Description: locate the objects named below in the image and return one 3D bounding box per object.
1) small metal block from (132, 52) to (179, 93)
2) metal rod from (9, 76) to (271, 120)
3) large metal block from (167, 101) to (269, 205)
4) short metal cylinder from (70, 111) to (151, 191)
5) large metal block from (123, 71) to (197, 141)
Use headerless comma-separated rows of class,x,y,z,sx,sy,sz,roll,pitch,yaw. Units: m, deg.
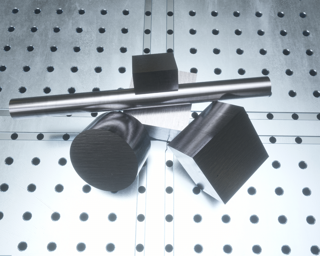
small metal block,-0.007,-0.066,0.366,0.050,0.025,0.050,-5,35,-2
metal rod,-0.021,-0.036,0.368,0.302,0.025,0.025,-5,70,-2
large metal block,0.070,0.027,0.363,0.080,0.050,0.080,-43,120,-14
short metal cylinder,-0.056,0.026,0.362,0.080,0.079,0.050,18,28,6
large metal block,0.000,-0.031,0.406,0.080,0.050,0.080,10,70,3
